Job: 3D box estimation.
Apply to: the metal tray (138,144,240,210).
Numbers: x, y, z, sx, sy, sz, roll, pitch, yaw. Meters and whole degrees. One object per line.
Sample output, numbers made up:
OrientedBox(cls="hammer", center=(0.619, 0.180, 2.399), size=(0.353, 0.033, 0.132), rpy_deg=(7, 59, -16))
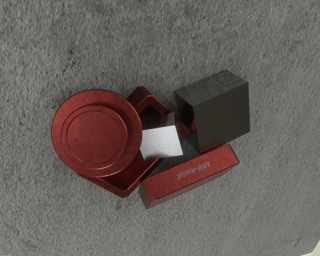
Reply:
OrientedBox(cls="metal tray", center=(0.038, 0.071, 0.440), size=(0.131, 0.030, 0.090), rpy_deg=(-21, 163, -16))

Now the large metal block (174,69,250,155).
OrientedBox(cls="large metal block", center=(0.072, -0.022, 0.418), size=(0.081, 0.050, 0.080), rpy_deg=(-24, 127, -14))

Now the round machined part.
OrientedBox(cls="round machined part", center=(-0.068, 0.007, 0.337), size=(0.099, 0.042, 0.097), rpy_deg=(-1, 99, -4))

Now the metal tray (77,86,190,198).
OrientedBox(cls="metal tray", center=(-0.035, 0.022, 0.398), size=(0.130, 0.030, 0.090), rpy_deg=(-46, 129, 4))

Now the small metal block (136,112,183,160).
OrientedBox(cls="small metal block", center=(-0.001, 0.011, 0.385), size=(0.050, 0.025, 0.050), rpy_deg=(-9, 130, 10))
